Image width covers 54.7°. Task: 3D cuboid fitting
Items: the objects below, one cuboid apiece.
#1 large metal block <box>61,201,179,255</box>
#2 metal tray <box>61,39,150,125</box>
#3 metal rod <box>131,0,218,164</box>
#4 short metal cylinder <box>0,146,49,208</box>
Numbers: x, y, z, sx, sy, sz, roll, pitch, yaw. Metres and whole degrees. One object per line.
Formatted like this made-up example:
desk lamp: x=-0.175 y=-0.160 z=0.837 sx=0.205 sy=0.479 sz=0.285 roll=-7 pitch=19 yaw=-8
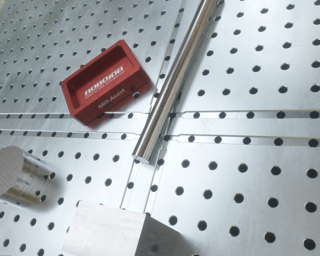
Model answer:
large metal block: x=-0.037 y=0.117 z=0.321 sx=0.080 sy=0.080 sz=0.050 roll=3 pitch=63 yaw=29
metal tray: x=-0.091 y=-0.075 z=0.498 sx=0.130 sy=0.030 sz=0.090 roll=-34 pitch=51 yaw=5
metal rod: x=0.031 y=-0.090 z=0.447 sx=0.025 sy=0.025 sz=0.300 roll=10 pitch=67 yaw=32
short metal cylinder: x=-0.216 y=0.073 z=0.461 sx=0.080 sy=0.050 sz=0.080 roll=-13 pitch=56 yaw=21
